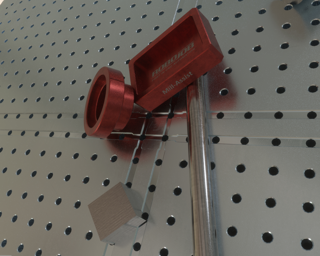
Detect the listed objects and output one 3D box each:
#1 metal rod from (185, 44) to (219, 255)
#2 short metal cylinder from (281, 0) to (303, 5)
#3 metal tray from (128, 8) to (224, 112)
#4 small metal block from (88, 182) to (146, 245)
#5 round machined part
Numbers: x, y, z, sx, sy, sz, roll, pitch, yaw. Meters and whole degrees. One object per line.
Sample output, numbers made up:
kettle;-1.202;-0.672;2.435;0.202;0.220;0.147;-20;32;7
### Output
metal rod;0.046;0.009;0.377;0.025;0.025;0.299;-13;56;21
short metal cylinder;0.181;-0.213;0.409;0.050;0.080;0.080;-39;51;2
metal tray;0.015;-0.092;0.426;0.130;0.030;0.090;-33;46;27
small metal block;-0.052;0.102;0.372;0.050;0.025;0.050;-37;51;3
round machined part;-0.069;-0.033;0.433;0.098;0.042;0.098;-32;52;53
